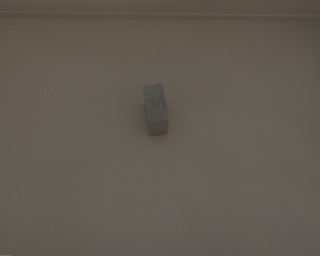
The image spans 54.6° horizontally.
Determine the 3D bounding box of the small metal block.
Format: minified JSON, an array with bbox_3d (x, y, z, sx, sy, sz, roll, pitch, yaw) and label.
[{"bbox_3d":[-0.006,-0.023,0.401,0.025,0.050,0.050,-8,70,-3],"label":"small metal block"}]
